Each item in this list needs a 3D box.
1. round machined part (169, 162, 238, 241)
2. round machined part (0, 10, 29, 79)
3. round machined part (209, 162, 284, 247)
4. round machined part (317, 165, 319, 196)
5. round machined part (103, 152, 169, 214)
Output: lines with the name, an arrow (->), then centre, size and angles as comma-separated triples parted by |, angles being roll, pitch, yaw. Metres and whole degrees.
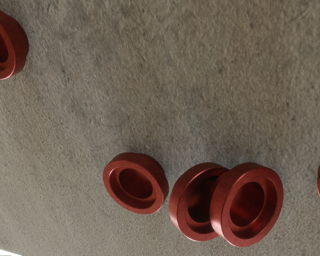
round machined part -> 0.054, 0.090, 0.399 | 0.042, 0.099, 0.097 | 23, 137, 60
round machined part -> -0.227, -0.122, 0.437 | 0.098, 0.042, 0.097 | 13, 124, 20
round machined part -> 0.098, 0.087, 0.373 | 0.042, 0.099, 0.097 | 22, 136, 58
round machined part -> 0.218, 0.065, 0.321 | 0.098, 0.042, 0.097 | 13, 124, 20
round machined part -> -0.031, 0.076, 0.458 | 0.098, 0.042, 0.097 | 13, 124, 20
